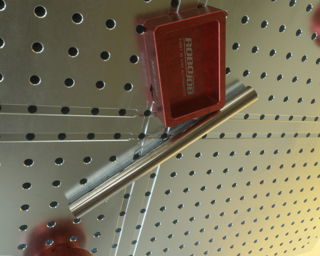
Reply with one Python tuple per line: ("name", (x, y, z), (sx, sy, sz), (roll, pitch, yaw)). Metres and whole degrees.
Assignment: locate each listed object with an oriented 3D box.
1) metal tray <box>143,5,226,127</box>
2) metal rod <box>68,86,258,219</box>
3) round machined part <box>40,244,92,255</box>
("metal tray", (0.035, -0.073, 0.381), (0.091, 0.030, 0.129), (-20, 126, -17))
("metal rod", (0.009, 0.030, 0.434), (0.301, 0.025, 0.025), (-33, 129, -7))
("round machined part", (-0.144, 0.210, 0.451), (0.099, 0.042, 0.097), (-14, 124, -21))
